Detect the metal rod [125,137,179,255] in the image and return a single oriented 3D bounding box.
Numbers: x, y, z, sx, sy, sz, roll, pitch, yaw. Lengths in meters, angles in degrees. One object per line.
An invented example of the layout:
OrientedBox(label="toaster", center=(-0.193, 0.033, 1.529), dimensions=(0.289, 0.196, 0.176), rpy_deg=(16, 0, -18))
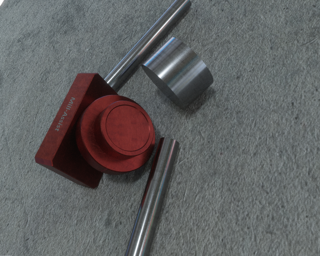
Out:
OrientedBox(label="metal rod", center=(-0.029, 0.149, 0.327), dimensions=(0.025, 0.025, 0.300), rpy_deg=(3, 63, 29))

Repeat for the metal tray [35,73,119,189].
OrientedBox(label="metal tray", center=(-0.095, 0.004, 0.409), dimensions=(0.030, 0.090, 0.130), rpy_deg=(6, 65, 31))

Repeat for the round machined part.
OrientedBox(label="round machined part", center=(-0.047, 0.005, 0.374), dimensions=(0.042, 0.099, 0.098), rpy_deg=(-27, 44, 53))

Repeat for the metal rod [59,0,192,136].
OrientedBox(label="metal rod", center=(-0.054, -0.097, 0.491), dimensions=(0.025, 0.025, 0.300), rpy_deg=(35, 81, 38))

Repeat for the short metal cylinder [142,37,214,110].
OrientedBox(label="short metal cylinder", center=(0.022, -0.069, 0.399), dimensions=(0.050, 0.080, 0.080), rpy_deg=(-44, 51, -2))
